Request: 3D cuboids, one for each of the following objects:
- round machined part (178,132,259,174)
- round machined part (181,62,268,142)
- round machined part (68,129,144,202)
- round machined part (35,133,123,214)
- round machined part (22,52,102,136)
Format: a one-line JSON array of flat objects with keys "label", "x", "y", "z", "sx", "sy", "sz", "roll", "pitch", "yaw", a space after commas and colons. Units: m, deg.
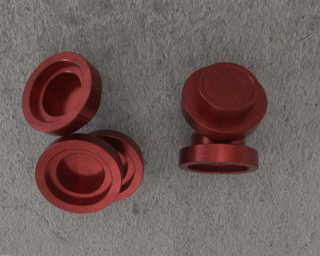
[{"label": "round machined part", "x": 0.073, "y": 0.031, "z": 0.393, "sx": 0.099, "sy": 0.098, "sz": 0.042, "roll": 3, "pitch": 73, "yaw": -2}, {"label": "round machined part", "x": 0.075, "y": -0.037, "z": 0.356, "sx": 0.099, "sy": 0.098, "sz": 0.042, "roll": 2, "pitch": 149, "yaw": -1}, {"label": "round machined part", "x": -0.070, "y": 0.047, "z": 0.417, "sx": 0.099, "sy": 0.042, "sz": 0.097, "roll": 0, "pitch": 110, "yaw": 0}, {"label": "round machined part", "x": -0.093, "y": 0.050, "z": 0.372, "sx": 0.099, "sy": 0.042, "sz": 0.097, "roll": -1, "pitch": 112, "yaw": -1}, {"label": "round machined part", "x": -0.110, "y": -0.037, "z": 0.368, "sx": 0.098, "sy": 0.042, "sz": 0.098, "roll": -7, "pitch": 71, "yaw": 21}]
